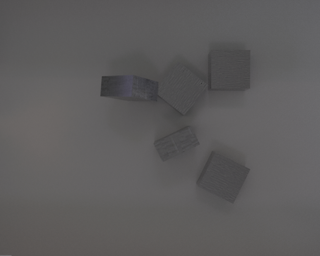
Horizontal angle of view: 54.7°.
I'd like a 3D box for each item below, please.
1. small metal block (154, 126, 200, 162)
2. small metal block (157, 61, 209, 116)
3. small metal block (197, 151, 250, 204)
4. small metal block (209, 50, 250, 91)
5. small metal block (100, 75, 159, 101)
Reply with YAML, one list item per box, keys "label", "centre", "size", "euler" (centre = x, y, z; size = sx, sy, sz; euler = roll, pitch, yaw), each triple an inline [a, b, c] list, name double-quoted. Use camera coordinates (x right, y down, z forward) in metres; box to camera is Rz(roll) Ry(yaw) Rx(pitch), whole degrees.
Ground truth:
- label: "small metal block"
  centre: [0.020, 0.019, 0.399]
  size: [0.050, 0.050, 0.025]
  euler: [-26, 90, 0]
- label: "small metal block"
  centre: [0.027, -0.051, 0.411]
  size: [0.050, 0.025, 0.050]
  euler: [39, 90, 0]
- label: "small metal block"
  centre: [0.083, 0.064, 0.412]
  size: [0.050, 0.025, 0.050]
  euler: [26, 90, 0]
- label: "small metal block"
  centre: [0.091, -0.076, 0.412]
  size: [0.050, 0.025, 0.050]
  euler: [0, 90, 0]
- label: "small metal block"
  centre: [-0.038, -0.049, 0.389]
  size: [0.050, 0.050, 0.025]
  euler: [5, 90, 35]
